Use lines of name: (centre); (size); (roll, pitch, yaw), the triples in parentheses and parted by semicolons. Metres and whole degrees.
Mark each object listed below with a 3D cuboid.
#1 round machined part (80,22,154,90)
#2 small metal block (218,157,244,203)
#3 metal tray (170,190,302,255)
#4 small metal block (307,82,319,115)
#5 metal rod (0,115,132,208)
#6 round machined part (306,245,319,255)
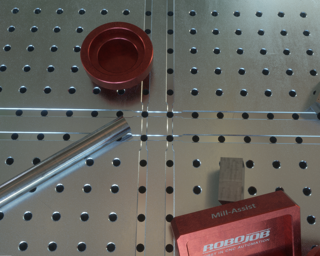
round machined part: (-0.058, -0.097, 0.438); (0.099, 0.042, 0.098); (0, 70, 0)
small metal block: (0.087, 0.066, 0.372); (0.025, 0.050, 0.050); (1, 69, 19)
metal tray: (0.084, 0.127, 0.336); (0.131, 0.030, 0.089); (-13, 110, -5)
small metal block: (0.242, -0.040, 0.428); (0.050, 0.025, 0.050); (29, 72, 10)
metal rod: (-0.172, 0.070, 0.384); (0.301, 0.025, 0.025); (-31, 73, -11)
round machined part: (0.189, 0.165, 0.329); (0.099, 0.042, 0.097); (1, 86, -25)
